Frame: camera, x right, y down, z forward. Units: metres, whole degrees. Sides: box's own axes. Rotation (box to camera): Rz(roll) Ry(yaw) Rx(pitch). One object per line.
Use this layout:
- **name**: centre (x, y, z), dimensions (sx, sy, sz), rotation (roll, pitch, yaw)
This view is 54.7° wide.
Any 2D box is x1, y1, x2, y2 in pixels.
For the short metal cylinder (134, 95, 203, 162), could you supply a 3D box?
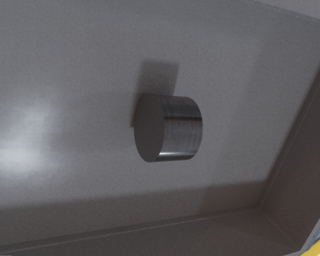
- **short metal cylinder**: centre (0.008, 0.001, 0.376), dimensions (0.050, 0.080, 0.079), rotation (0, 118, -29)
